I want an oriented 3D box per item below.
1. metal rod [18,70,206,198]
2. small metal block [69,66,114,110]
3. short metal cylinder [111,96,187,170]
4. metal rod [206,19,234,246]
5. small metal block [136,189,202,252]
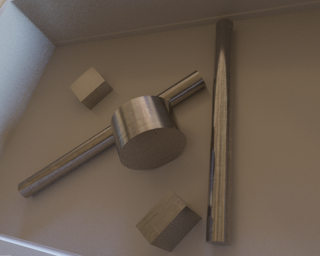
[{"bbox_3d":[-0.071,0.012,0.433,0.300,0.025,0.025,-32,52,7],"label":"metal rod"},{"bbox_3d":[-0.111,-0.065,0.502,0.050,0.025,0.050,-42,51,-1],"label":"small metal block"},{"bbox_3d":[-0.014,0.007,0.372,0.080,0.080,0.050,-29,52,10],"label":"short metal cylinder"},{"bbox_3d":[0.075,-0.017,0.375,0.025,0.025,0.299,-6,59,24],"label":"metal rod"},{"bbox_3d":[0.011,0.098,0.323,0.050,0.050,0.025,-46,51,-4],"label":"small metal block"}]
